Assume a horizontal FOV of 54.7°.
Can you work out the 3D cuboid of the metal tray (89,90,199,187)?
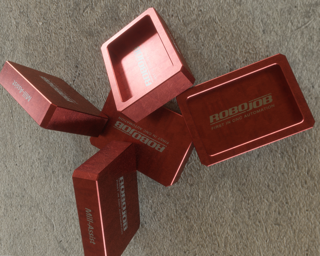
[{"bbox_3d":[-0.020,0.008,0.413,0.130,0.030,0.090,27,99,17],"label":"metal tray"}]

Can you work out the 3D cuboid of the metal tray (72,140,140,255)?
[{"bbox_3d":[-0.059,0.091,0.375,0.030,0.090,0.129,6,113,20],"label":"metal tray"}]

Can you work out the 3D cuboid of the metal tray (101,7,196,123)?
[{"bbox_3d":[-0.021,-0.081,0.383,0.090,0.030,0.130,-33,51,16],"label":"metal tray"}]

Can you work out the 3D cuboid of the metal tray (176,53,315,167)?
[{"bbox_3d":[0.094,-0.019,0.357,0.131,0.030,0.090,-21,83,3],"label":"metal tray"}]

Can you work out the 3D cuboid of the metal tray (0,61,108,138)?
[{"bbox_3d":[-0.141,-0.038,0.407,0.130,0.090,0.030,37,102,33],"label":"metal tray"}]
